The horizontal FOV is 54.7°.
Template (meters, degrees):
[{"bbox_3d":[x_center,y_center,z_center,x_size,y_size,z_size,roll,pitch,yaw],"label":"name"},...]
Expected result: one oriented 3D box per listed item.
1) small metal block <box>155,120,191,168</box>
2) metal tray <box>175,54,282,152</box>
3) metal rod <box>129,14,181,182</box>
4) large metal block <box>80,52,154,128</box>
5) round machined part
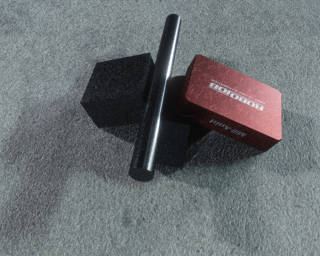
[{"bbox_3d":[0.008,0.019,0.376,0.050,0.025,0.050,12,76,10],"label":"small metal block"},{"bbox_3d":[0.093,-0.034,0.401,0.131,0.030,0.090,23,52,-8],"label":"metal tray"},{"bbox_3d":[0.002,-0.064,0.404,0.025,0.025,0.300,6,48,5],"label":"metal rod"},{"bbox_3d":[-0.049,-0.050,0.416,0.080,0.050,0.080,-6,48,18],"label":"large metal block"},{"bbox_3d":[0.033,-0.034,0.422,0.099,0.042,0.098,0,50,0],"label":"round machined part"}]
